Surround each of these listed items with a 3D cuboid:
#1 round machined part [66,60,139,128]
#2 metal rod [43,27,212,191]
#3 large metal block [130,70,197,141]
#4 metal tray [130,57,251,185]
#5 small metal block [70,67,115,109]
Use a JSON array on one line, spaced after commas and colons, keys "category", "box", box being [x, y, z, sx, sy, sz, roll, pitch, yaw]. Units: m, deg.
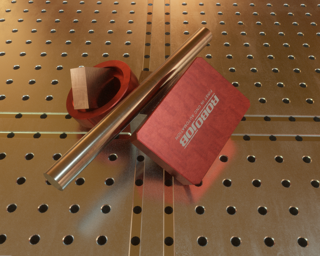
[{"category": "round machined part", "box": [-0.071, -0.040, 0.412, 0.098, 0.042, 0.098, -15, 50, 20]}, {"category": "metal rod", "box": [-0.018, -0.043, 0.378, 0.025, 0.025, 0.301, 28, 55, 21]}, {"category": "large metal block", "box": [0.008, -0.028, 0.415, 0.080, 0.050, 0.080, 7, 50, 5]}, {"category": "metal tray", "box": [0.039, -0.009, 0.369, 0.090, 0.030, 0.130, 40, 70, -8]}, {"category": "small metal block", "box": [-0.084, -0.051, 0.397, 0.025, 0.050, 0.050, -1, 6, 33]}]
